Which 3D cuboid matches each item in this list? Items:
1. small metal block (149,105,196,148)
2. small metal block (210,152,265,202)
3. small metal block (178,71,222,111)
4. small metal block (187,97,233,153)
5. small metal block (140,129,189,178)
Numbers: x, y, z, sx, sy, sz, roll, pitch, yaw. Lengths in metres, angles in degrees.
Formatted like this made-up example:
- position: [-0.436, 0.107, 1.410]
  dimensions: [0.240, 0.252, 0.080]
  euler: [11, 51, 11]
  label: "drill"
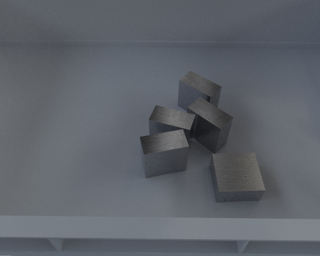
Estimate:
- position: [0.015, 0.003, 0.386]
  dimensions: [0.050, 0.050, 0.025]
  euler: [14, 52, 12]
  label: "small metal block"
- position: [0.087, 0.057, 0.358]
  dimensions: [0.050, 0.025, 0.050]
  euler: [-2, 50, -2]
  label: "small metal block"
- position: [0.053, -0.043, 0.425]
  dimensions: [0.050, 0.050, 0.025]
  euler: [33, 58, 25]
  label: "small metal block"
- position: [0.060, -0.003, 0.392]
  dimensions: [0.050, 0.050, 0.025]
  euler: [36, 59, 26]
  label: "small metal block"
- position: [0.005, 0.031, 0.363]
  dimensions: [0.050, 0.050, 0.025]
  euler: [-10, 51, -8]
  label: "small metal block"
